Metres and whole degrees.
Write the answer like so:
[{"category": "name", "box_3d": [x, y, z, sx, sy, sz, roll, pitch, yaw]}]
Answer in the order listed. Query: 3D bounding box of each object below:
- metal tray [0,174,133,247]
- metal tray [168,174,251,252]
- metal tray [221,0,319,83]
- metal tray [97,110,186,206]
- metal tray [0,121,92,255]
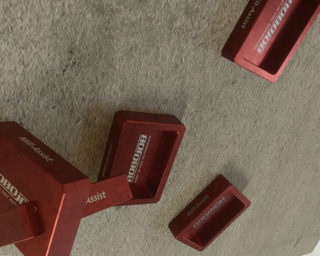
[{"category": "metal tray", "box_3d": [-0.105, 0.088, 0.336, 0.090, 0.030, 0.131, -26, 169, 38]}, {"category": "metal tray", "box_3d": [0.089, 0.152, 0.546, 0.130, 0.030, 0.090, -45, 129, 3]}, {"category": "metal tray", "box_3d": [0.149, -0.133, 0.401, 0.091, 0.030, 0.129, 16, 110, -35]}, {"category": "metal tray", "box_3d": [-0.028, 0.044, 0.414, 0.091, 0.030, 0.129, 4, 116, -31]}, {"category": "metal tray", "box_3d": [-0.130, 0.059, 0.300, 0.030, 0.130, 0.089, -6, 120, -56]}]
